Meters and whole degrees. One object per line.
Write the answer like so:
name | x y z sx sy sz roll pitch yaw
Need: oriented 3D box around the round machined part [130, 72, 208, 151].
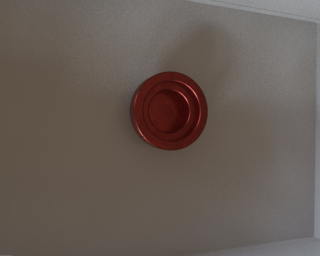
round machined part | 0.008 -0.021 0.401 0.099 0.042 0.097 0 90 -20
